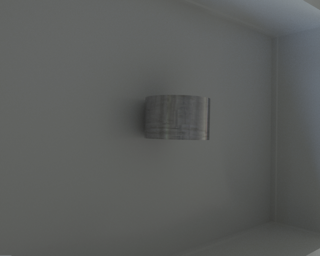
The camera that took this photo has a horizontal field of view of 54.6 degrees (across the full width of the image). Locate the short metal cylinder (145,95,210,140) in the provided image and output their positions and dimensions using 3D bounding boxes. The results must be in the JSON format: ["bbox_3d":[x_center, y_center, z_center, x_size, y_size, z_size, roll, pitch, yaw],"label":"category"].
[{"bbox_3d":[0.021,-0.011,0.384,0.081,0.080,0.050,2,89,-40],"label":"short metal cylinder"}]
